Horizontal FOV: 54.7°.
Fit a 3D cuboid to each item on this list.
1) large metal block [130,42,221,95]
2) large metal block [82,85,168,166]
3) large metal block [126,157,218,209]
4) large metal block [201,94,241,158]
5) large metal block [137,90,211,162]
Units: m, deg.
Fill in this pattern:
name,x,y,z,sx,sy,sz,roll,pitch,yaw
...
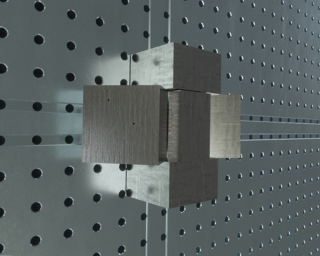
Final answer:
name,x,y,z,sx,sy,sz,roll,pitch,yaw
large metal block,0.019,-0.068,0.390,0.081,0.080,0.050,1,90,-40
large metal block,-0.036,-0.004,0.337,0.050,0.080,0.079,1,90,-80
large metal block,0.015,0.062,0.386,0.081,0.080,0.050,1,90,-40
large metal block,0.074,-0.002,0.427,0.050,0.080,0.079,1,89,-3
large metal block,0.015,-0.002,0.387,0.050,0.080,0.079,1,89,-40
